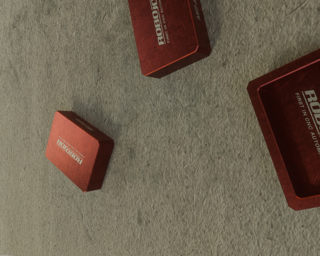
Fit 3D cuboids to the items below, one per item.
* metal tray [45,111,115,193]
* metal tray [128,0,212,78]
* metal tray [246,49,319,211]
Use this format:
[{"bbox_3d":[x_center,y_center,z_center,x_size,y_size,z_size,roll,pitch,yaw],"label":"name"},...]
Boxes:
[{"bbox_3d":[-0.137,0.035,0.515,0.130,0.030,0.089,30,109,36],"label":"metal tray"},{"bbox_3d":[0.008,-0.139,0.395,0.090,0.030,0.129,-18,79,38],"label":"metal tray"},{"bbox_3d":[0.144,0.001,0.282,0.090,0.030,0.129,-25,74,37],"label":"metal tray"}]
